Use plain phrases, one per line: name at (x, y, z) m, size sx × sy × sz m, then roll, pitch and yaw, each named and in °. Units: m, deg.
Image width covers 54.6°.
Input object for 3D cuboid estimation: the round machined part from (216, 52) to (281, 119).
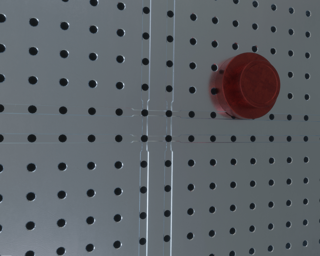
round machined part at (0.135, -0.062, 0.453) m, size 0.099 × 0.042 × 0.097 m, roll 0°, pitch 90°, yaw -20°
